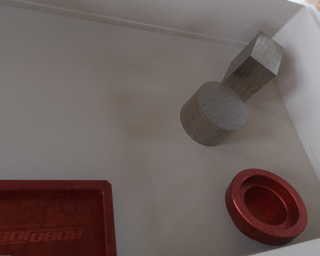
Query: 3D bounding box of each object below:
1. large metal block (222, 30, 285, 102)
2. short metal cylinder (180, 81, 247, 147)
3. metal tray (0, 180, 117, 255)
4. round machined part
[{"bbox_3d":[0.154,-0.101,0.518,0.050,0.080,0.080,36,51,-5],"label":"large metal block"},{"bbox_3d":[0.076,-0.020,0.445,0.081,0.050,0.080,14,56,-21],"label":"short metal cylinder"},{"bbox_3d":[-0.109,0.095,0.285,0.131,0.030,0.090,5,60,-26],"label":"metal tray"},{"bbox_3d":[0.128,0.103,0.392,0.099,0.042,0.098,10,42,-9],"label":"round machined part"}]
